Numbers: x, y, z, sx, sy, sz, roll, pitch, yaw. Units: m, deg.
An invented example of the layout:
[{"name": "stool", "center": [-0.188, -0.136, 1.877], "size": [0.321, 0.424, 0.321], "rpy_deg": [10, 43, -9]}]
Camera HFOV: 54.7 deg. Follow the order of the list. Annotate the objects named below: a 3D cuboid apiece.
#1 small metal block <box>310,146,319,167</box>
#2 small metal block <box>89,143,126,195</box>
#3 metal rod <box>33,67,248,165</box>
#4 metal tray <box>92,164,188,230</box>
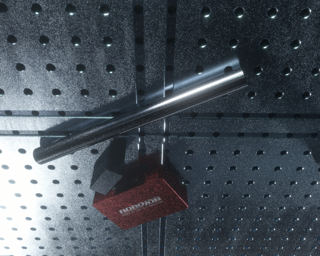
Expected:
[{"name": "small metal block", "center": [0.260, 0.042, 0.451], "size": [0.050, 0.025, 0.050], "rpy_deg": [34, 122, -26]}, {"name": "small metal block", "center": [-0.075, 0.059, 0.445], "size": [0.025, 0.050, 0.050], "rpy_deg": [27, 125, -22]}, {"name": "metal rod", "center": [-0.037, -0.010, 0.402], "size": [0.301, 0.025, 0.025], "rpy_deg": [-20, 128, 16]}, {"name": "metal tray", "center": [-0.031, 0.116, 0.507], "size": [0.130, 0.030, 0.090], "rpy_deg": [-24, 127, 19]}]
